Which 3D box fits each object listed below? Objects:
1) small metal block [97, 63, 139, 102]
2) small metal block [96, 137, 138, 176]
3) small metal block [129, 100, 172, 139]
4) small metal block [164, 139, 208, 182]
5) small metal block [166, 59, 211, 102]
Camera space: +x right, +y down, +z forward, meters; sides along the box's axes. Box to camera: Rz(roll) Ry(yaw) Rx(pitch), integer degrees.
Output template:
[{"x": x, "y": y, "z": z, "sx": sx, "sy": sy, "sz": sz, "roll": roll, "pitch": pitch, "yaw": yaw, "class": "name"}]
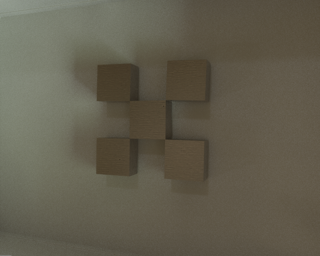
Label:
[{"x": -0.058, "y": -0.061, "z": 0.429, "sx": 0.050, "sy": 0.025, "sz": 0.050, "roll": 2, "pitch": 91, "yaw": 20, "class": "small metal block"}, {"x": -0.060, "y": 0.039, "z": 0.429, "sx": 0.050, "sy": 0.025, "sz": 0.050, "roll": 1, "pitch": 90, "yaw": 20, "class": "small metal block"}, {"x": -0.012, "y": -0.011, "z": 0.412, "sx": 0.050, "sy": 0.025, "sz": 0.050, "roll": 1, "pitch": 90, "yaw": 20, "class": "small metal block"}, {"x": 0.034, "y": 0.040, "z": 0.396, "sx": 0.050, "sy": 0.025, "sz": 0.050, "roll": 1, "pitch": 91, "yaw": 20, "class": "small metal block"}, {"x": 0.036, "y": -0.059, "z": 0.395, "sx": 0.050, "sy": 0.025, "sz": 0.050, "roll": 3, "pitch": 91, "yaw": 20, "class": "small metal block"}]
